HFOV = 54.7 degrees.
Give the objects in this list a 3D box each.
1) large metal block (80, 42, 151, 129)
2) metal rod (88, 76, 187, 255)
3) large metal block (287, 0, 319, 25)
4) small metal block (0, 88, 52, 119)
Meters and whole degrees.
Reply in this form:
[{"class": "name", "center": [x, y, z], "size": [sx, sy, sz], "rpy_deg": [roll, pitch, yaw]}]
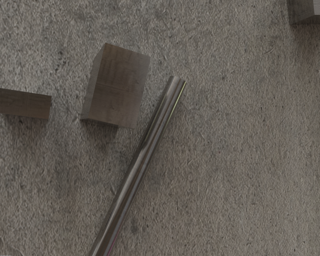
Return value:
[{"class": "large metal block", "center": [-0.055, -0.044, 0.360], "size": [0.050, 0.080, 0.080], "rpy_deg": [13, 86, -20]}, {"class": "metal rod", "center": [-0.036, 0.071, 0.395], "size": [0.025, 0.025, 0.299], "rpy_deg": [27, 81, -18]}, {"class": "large metal block", "center": [0.250, -0.211, 0.488], "size": [0.081, 0.050, 0.080], "rpy_deg": [-9, 93, -20]}, {"class": "small metal block", "center": [-0.148, -0.025, 0.341], "size": [0.050, 0.050, 0.025], "rpy_deg": [8, 88, -20]}]
